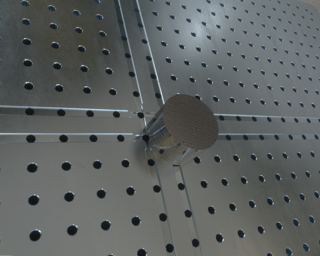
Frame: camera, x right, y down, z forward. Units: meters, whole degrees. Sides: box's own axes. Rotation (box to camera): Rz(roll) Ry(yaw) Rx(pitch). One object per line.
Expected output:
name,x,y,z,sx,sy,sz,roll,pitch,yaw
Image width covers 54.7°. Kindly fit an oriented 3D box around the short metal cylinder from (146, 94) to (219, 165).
short metal cylinder,0.029,0.003,0.408,0.081,0.050,0.080,14,56,-21
